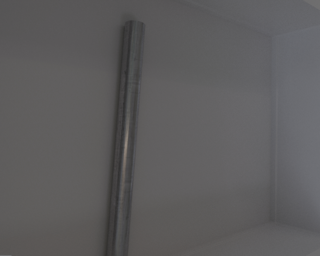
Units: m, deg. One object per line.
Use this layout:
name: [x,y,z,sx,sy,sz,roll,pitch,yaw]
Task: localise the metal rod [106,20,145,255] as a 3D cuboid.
metal rod: [-0.041,0.022,0.371,0.025,0.025,0.299,7,86,-40]
